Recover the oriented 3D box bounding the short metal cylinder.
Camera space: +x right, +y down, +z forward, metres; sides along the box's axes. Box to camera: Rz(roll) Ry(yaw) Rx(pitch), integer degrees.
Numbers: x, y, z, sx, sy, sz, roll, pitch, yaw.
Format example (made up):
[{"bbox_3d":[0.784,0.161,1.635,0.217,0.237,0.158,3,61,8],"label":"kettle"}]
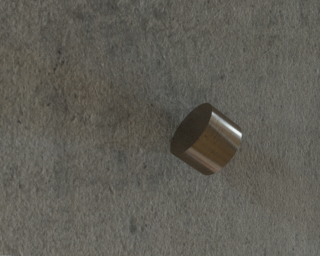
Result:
[{"bbox_3d":[0.058,0.014,0.403,0.050,0.080,0.080,35,79,-17],"label":"short metal cylinder"}]
